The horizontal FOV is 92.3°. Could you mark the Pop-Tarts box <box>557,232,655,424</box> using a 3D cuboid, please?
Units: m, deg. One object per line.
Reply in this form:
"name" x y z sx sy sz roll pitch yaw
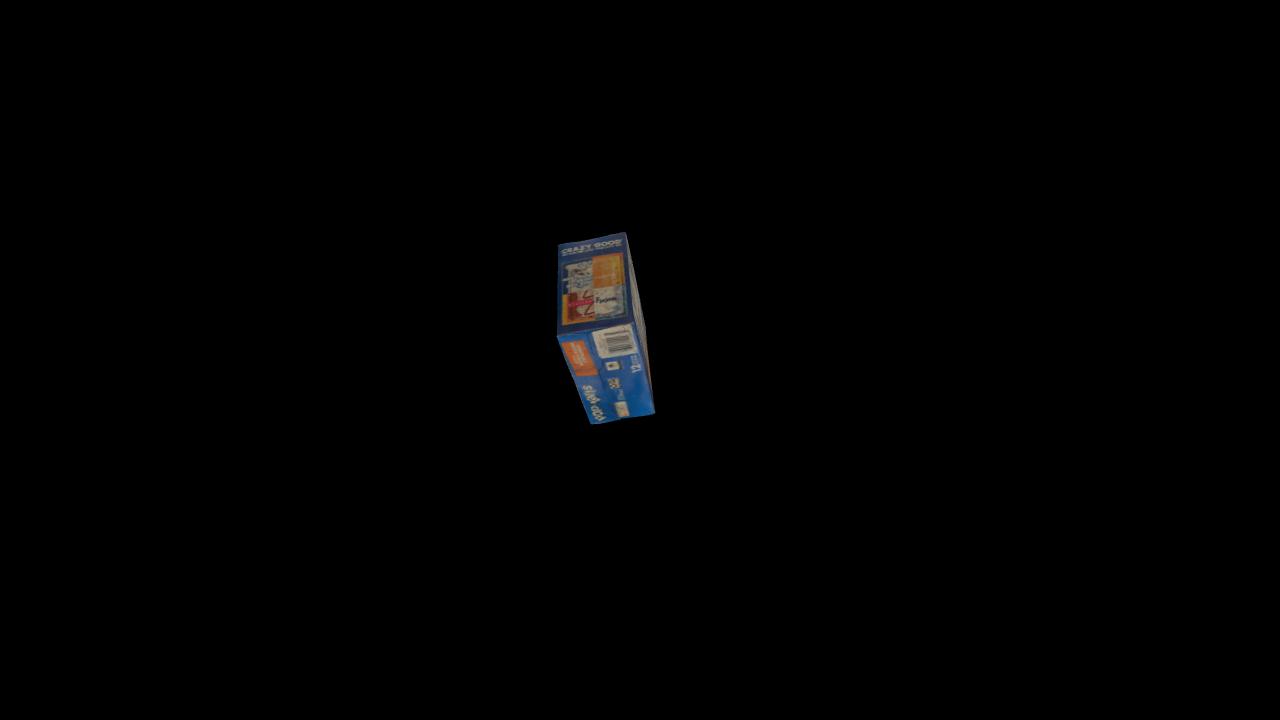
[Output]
"Pop-Tarts box" -0.038 -0.033 0.707 0.083 0.141 0.167 -8 -38 4
